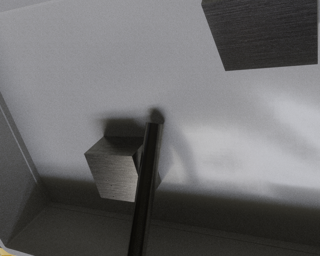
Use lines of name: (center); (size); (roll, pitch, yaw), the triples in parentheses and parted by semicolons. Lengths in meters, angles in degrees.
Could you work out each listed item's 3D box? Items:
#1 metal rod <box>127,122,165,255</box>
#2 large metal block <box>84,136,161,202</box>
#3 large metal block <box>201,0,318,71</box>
metal rod: (-0.027, 0.142, 0.408); (0.025, 0.025, 0.298); (8, 89, 24)
large metal block: (-0.053, 0.059, 0.455); (0.080, 0.050, 0.080); (0, 119, 28)
large metal block: (0.089, -0.097, 0.263); (0.080, 0.050, 0.080); (1, 150, 27)
